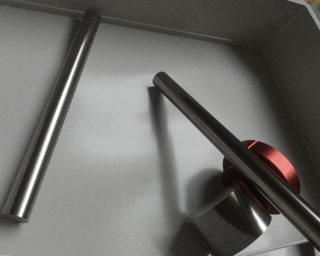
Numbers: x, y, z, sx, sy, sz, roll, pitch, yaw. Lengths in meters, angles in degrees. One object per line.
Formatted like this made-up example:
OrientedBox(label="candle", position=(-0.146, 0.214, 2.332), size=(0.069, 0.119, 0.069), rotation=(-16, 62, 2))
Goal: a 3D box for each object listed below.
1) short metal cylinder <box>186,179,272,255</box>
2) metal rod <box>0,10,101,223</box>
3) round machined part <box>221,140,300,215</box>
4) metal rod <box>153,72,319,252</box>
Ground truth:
OrientedBox(label="short metal cylinder", position=(0.077, 0.102, 0.351), size=(0.081, 0.080, 0.050), rotation=(-30, 79, -38))
OrientedBox(label="metal rod", position=(-0.116, -0.039, 0.367), size=(0.025, 0.025, 0.300), rotation=(20, 54, -17))
OrientedBox(label="round machined part", position=(0.116, 0.067, 0.383), size=(0.042, 0.098, 0.098), rotation=(-32, 80, -30))
OrientedBox(label="metal rod", position=(0.076, 0.016, 0.359), size=(0.025, 0.025, 0.300), rotation=(-9, 42, -33))
